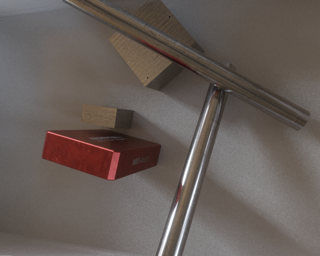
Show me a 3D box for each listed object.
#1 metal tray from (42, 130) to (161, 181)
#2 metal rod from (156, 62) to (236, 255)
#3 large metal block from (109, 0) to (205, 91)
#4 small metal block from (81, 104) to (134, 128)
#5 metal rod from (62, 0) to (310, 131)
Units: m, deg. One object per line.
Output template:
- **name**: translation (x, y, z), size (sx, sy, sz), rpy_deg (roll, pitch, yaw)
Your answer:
- **metal tray**: translation (-0.063, 0.027, 0.376), size (0.090, 0.130, 0.030), rpy_deg (14, 95, 19)
- **metal rod**: translation (0.033, 0.058, 0.333), size (0.025, 0.025, 0.300), rpy_deg (13, 69, 19)
- **large metal block**: translation (-0.004, -0.106, 0.398), size (0.080, 0.050, 0.080), rpy_deg (-40, 78, 15)
- **small metal block**: translation (-0.071, -0.016, 0.421), size (0.050, 0.050, 0.025), rpy_deg (9, 93, 19)
- **metal rod**: translation (0.029, -0.080, 0.349), size (0.301, 0.025, 0.025), rpy_deg (29, 100, 0)
